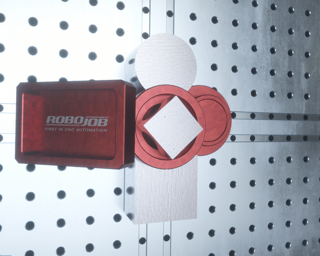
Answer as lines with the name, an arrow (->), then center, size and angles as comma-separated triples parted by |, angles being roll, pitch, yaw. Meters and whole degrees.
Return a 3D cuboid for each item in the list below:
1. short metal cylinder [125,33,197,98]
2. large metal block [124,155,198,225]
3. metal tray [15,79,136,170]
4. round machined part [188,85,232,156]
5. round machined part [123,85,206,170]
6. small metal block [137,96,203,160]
short metal cylinder -> 0.000, -0.075, 0.399 | 0.081, 0.050, 0.080 | 0, 90, -20
large metal block -> 0.000, 0.073, 0.396 | 0.081, 0.050, 0.080 | 1, 90, -20
metal tray -> -0.093, -0.005, 0.337 | 0.130, 0.030, 0.089 | 1, 90, 17
round machined part -> 0.056, -0.010, 0.423 | 0.099, 0.042, 0.097 | 0, 90, -20
round machined part -> 0.002, -0.001, 0.373 | 0.099, 0.042, 0.097 | 0, 90, -20
small metal block -> 0.012, -0.001, 0.351 | 0.050, 0.025, 0.050 | -43, 104, -15
